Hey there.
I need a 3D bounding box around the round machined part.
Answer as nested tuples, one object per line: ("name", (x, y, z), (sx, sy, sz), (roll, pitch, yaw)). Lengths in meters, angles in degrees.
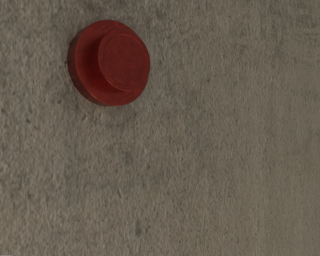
("round machined part", (-0.050, -0.074, 0.353), (0.099, 0.042, 0.097), (0, 90, -40))
